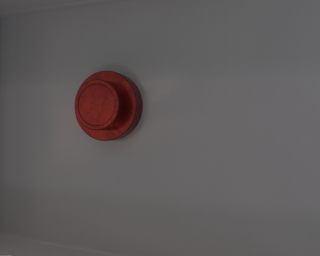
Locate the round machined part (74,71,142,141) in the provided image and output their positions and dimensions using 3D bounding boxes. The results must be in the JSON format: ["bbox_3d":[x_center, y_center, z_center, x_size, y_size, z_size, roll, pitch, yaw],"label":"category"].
[{"bbox_3d":[-0.078,-0.031,0.429,0.098,0.042,0.097,0,90,20],"label":"round machined part"}]
